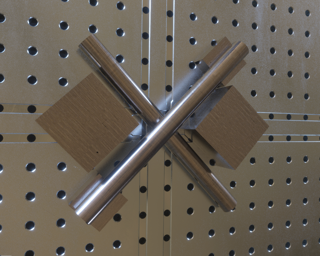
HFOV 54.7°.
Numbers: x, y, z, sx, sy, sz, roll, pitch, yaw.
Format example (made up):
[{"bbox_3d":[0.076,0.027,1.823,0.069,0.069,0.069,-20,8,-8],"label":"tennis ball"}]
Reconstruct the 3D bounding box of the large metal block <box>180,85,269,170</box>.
[{"bbox_3d":[0.089,-0.001,0.432,0.080,0.050,0.080,45,76,-15],"label":"large metal block"}]

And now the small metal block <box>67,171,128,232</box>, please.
[{"bbox_3d":[-0.077,0.090,0.384,0.050,0.025,0.050,46,76,-14],"label":"small metal block"}]

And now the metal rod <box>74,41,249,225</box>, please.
[{"bbox_3d":[0.012,-0.004,0.390,0.301,0.025,0.025,-47,105,-14],"label":"metal rod"}]

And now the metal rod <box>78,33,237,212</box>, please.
[{"bbox_3d":[0.005,0.003,0.413,0.025,0.025,0.300,-45,104,-14],"label":"metal rod"}]

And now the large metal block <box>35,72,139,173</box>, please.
[{"bbox_3d":[-0.086,-0.006,0.368,0.080,0.050,0.080,-45,104,-14],"label":"large metal block"}]

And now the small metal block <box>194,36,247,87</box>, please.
[{"bbox_3d":[0.087,-0.093,0.445,0.050,0.025,0.050,-46,104,-14],"label":"small metal block"}]
